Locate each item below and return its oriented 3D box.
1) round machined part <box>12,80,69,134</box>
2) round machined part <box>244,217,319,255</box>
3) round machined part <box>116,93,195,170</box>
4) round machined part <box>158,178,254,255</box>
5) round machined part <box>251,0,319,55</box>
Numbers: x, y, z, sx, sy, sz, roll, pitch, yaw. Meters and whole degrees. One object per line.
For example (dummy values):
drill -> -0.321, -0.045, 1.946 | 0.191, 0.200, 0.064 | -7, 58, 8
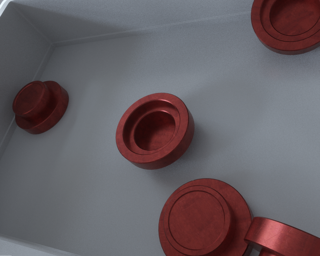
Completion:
round machined part -> -0.209, -0.042, 0.527 | 0.098, 0.042, 0.098 | -13, 56, 20
round machined part -> 0.109, 0.110, 0.234 | 0.098, 0.098, 0.042 | 19, 72, 35
round machined part -> -0.003, 0.007, 0.391 | 0.098, 0.042, 0.098 | -13, 56, 20
round machined part -> 0.043, 0.097, 0.313 | 0.098, 0.042, 0.098 | -13, 56, 20
round machined part -> 0.164, -0.137, 0.376 | 0.098, 0.042, 0.097 | -1, 88, 26
